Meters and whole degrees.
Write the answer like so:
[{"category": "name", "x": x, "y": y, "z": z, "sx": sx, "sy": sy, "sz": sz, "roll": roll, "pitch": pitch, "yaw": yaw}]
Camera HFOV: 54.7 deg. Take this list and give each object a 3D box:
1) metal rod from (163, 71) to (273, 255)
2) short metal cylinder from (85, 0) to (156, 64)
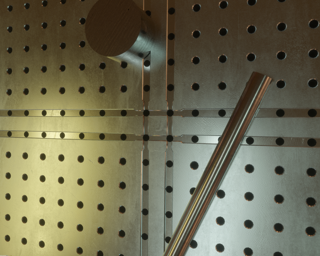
[{"category": "metal rod", "x": 0.061, "y": 0.072, "z": 0.390, "sx": 0.025, "sy": 0.025, "sz": 0.298, "roll": 27, "pitch": 99, "yaw": 18}, {"category": "short metal cylinder", "x": -0.052, "y": -0.131, "z": 0.418, "sx": 0.080, "sy": 0.050, "sz": 0.080, "roll": 0, "pitch": 90, "yaw": 20}]
